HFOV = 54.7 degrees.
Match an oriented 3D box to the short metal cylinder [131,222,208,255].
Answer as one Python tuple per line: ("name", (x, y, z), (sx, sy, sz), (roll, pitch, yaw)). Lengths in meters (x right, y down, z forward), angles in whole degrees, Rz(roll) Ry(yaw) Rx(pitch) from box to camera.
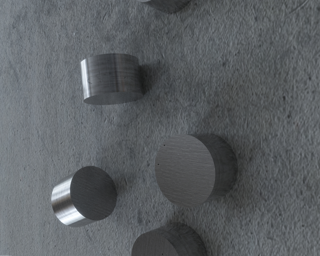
("short metal cylinder", (0.011, 0.162, 0.380), (0.080, 0.050, 0.080), (0, 90, 40))

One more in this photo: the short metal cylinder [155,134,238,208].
("short metal cylinder", (0.041, 0.046, 0.355), (0.080, 0.050, 0.080), (0, 90, 40))

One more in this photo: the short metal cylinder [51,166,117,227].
("short metal cylinder", (-0.112, 0.102, 0.462), (0.050, 0.081, 0.080), (-29, 72, 36))

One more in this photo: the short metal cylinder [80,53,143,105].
("short metal cylinder", (-0.066, -0.064, 0.424), (0.080, 0.081, 0.050), (-12, 83, 39))

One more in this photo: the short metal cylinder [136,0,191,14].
("short metal cylinder", (0.003, -0.191, 0.386), (0.080, 0.050, 0.080), (0, 90, 40))
